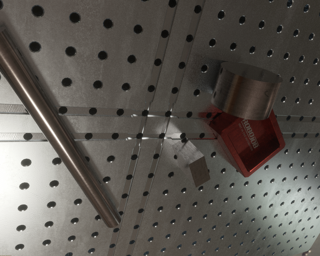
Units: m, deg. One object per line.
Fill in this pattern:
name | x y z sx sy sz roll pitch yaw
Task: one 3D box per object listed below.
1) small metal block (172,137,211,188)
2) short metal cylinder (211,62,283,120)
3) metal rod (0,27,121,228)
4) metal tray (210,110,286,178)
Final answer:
small metal block | 0.046 0.050 0.453 0.025 0.050 0.050 -28 128 -11
short metal cylinder | 0.113 -0.051 0.408 0.081 0.080 0.050 -2 120 -28
metal rod | -0.110 0.026 0.368 0.025 0.025 0.299 -29 129 -11
metal tray | 0.144 0.012 0.496 0.090 0.030 0.130 -39 130 -2
